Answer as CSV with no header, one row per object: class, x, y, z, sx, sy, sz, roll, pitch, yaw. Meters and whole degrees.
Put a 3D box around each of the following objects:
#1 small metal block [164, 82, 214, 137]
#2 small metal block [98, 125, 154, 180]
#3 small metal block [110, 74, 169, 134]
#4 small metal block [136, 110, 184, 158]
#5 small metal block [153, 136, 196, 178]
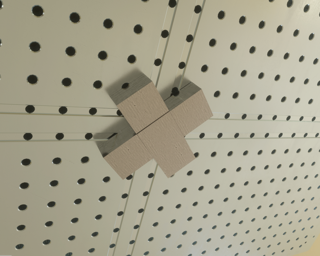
small metal block,0.038,-0.025,0.417,0.050,0.025,0.050,-36,129,-5
small metal block,-0.045,0.033,0.408,0.050,0.025,0.050,-36,129,-5
small metal block,-0.024,-0.029,0.381,0.050,0.025,0.050,-35,129,-5
small metal block,-0.003,0.004,0.412,0.050,0.025,0.050,-36,129,-5
small metal block,0.017,0.036,0.444,0.050,0.025,0.050,-35,129,-5
